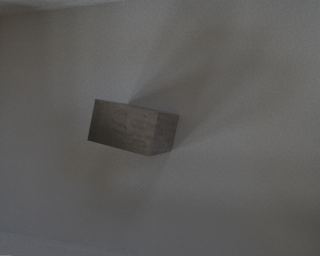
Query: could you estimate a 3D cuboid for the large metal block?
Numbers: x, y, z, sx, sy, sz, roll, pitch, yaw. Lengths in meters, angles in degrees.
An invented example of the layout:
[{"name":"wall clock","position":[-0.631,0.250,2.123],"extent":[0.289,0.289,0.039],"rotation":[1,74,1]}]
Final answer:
[{"name":"large metal block","position":[-0.030,-0.001,0.388],"extent":[0.080,0.080,0.050],"rotation":[13,95,19]}]
